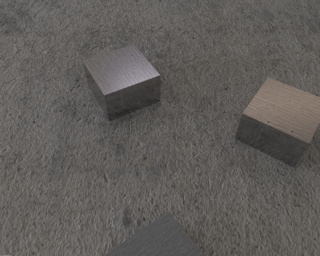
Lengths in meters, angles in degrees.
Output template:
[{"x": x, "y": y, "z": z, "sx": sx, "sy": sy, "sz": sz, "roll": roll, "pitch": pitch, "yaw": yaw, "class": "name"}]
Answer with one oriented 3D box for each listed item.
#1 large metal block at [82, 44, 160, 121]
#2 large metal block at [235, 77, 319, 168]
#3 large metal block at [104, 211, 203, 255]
[{"x": -0.054, "y": -0.067, "z": 0.442, "sx": 0.081, "sy": 0.050, "sz": 0.080, "roll": -23, "pitch": 54, "yaw": -18, "class": "large metal block"}, {"x": 0.154, "y": -0.009, "z": 0.396, "sx": 0.080, "sy": 0.050, "sz": 0.080, "roll": 28, "pitch": 55, "yaw": 21, "class": "large metal block"}, {"x": -0.001, "y": 0.136, "z": 0.272, "sx": 0.081, "sy": 0.050, "sz": 0.080, "roll": -29, "pitch": 56, "yaw": -22, "class": "large metal block"}]
